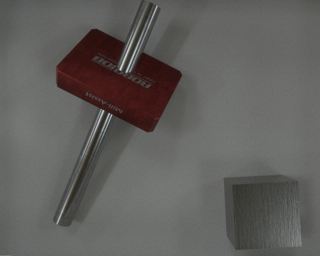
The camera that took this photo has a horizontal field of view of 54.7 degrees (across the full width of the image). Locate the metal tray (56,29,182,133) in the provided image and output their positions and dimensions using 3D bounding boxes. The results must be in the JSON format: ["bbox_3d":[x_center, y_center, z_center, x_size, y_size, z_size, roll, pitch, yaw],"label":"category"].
[{"bbox_3d":[-0.048,-0.061,0.384,0.131,0.030,0.090,27,53,-1],"label":"metal tray"}]

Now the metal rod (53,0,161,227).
[{"bbox_3d":[-0.070,-0.012,0.391,0.025,0.025,0.298,24,97,-1],"label":"metal rod"}]

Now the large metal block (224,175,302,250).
[{"bbox_3d":[0.130,0.106,0.401,0.081,0.050,0.079,-3,90,-1],"label":"large metal block"}]
